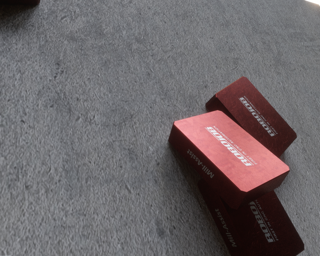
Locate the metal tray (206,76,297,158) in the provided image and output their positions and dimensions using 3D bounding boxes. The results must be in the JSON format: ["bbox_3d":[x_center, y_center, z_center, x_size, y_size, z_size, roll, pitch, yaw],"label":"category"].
[{"bbox_3d":[0.144,-0.011,0.485,0.091,0.030,0.130,-33,80,-38],"label":"metal tray"}]

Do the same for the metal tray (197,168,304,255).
[{"bbox_3d":[0.115,0.111,0.395,0.091,0.030,0.130,-13,69,-33],"label":"metal tray"}]

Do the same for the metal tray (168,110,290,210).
[{"bbox_3d":[0.084,0.032,0.393,0.091,0.030,0.130,-15,46,-34],"label":"metal tray"}]

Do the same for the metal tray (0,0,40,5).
[{"bbox_3d":[-0.232,-0.204,0.399,0.131,0.030,0.090,-14,69,-34],"label":"metal tray"}]
